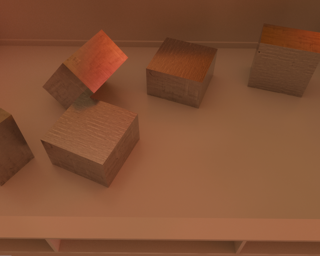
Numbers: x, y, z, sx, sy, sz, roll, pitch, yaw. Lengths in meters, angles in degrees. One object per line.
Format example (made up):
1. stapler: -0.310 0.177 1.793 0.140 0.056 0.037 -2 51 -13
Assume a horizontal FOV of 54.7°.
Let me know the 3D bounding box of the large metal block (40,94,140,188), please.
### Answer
1. large metal block: -0.080 0.014 0.376 0.080 0.050 0.080 20 53 15

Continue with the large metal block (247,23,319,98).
1. large metal block: 0.181 -0.098 0.454 0.080 0.080 0.050 14 51 11

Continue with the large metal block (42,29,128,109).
1. large metal block: -0.102 -0.076 0.424 0.050 0.080 0.080 46 53 -16

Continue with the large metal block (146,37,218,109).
1. large metal block: 0.033 -0.083 0.459 0.080 0.050 0.080 17 52 13

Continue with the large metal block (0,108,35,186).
1. large metal block: -0.205 0.010 0.358 0.080 0.080 0.050 27 55 20
